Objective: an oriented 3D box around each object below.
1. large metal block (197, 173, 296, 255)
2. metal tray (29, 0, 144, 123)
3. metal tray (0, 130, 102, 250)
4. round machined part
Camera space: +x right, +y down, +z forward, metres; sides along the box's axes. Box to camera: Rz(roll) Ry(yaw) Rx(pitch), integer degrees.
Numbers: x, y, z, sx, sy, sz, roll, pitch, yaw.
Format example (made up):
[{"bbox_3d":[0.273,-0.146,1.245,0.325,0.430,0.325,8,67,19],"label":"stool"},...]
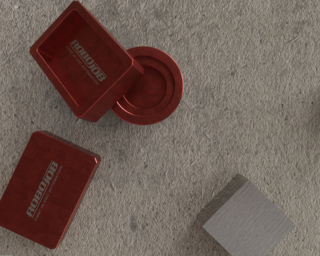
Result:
[{"bbox_3d":[0.108,0.118,0.398,0.080,0.050,0.080,44,90,0],"label":"large metal block"},{"bbox_3d":[-0.092,-0.082,0.376,0.090,0.030,0.130,-44,67,7],"label":"metal tray"},{"bbox_3d":[-0.146,0.079,0.406,0.090,0.030,0.129,25,90,0],"label":"metal tray"},{"bbox_3d":[-0.020,-0.052,0.401,0.099,0.042,0.097,0,90,0],"label":"round machined part"}]
